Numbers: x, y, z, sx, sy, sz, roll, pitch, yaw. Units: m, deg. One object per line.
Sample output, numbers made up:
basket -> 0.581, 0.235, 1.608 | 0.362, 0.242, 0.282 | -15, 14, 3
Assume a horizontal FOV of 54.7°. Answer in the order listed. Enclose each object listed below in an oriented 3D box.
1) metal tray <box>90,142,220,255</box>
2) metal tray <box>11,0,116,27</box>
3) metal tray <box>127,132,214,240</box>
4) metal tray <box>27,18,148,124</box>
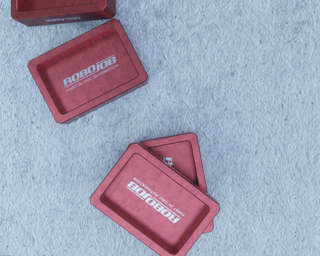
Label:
metal tray -> -0.006, 0.089, 0.376 | 0.130, 0.030, 0.090 | 37, 90, 0
metal tray -> -0.122, -0.182, 0.390 | 0.131, 0.030, 0.089 | 0, 90, 14
metal tray -> 0.013, 0.076, 0.407 | 0.091, 0.030, 0.129 | -10, 90, 0
metal tray -> -0.092, -0.072, 0.406 | 0.130, 0.030, 0.090 | -27, 90, 0
